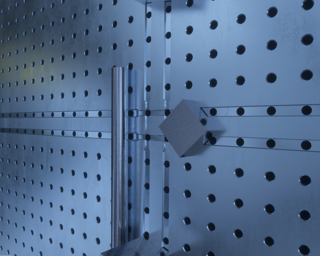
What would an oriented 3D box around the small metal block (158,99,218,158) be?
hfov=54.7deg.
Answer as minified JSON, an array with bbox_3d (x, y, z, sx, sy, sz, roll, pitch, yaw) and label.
[{"bbox_3d":[0.033,0.001,0.380,0.050,0.025,0.050,-49,62,28],"label":"small metal block"}]

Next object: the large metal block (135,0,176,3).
[{"bbox_3d":[-0.008,-0.212,0.398,0.080,0.050,0.079,14,99,38],"label":"large metal block"}]

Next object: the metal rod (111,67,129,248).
[{"bbox_3d":[-0.059,0.062,0.455,0.025,0.025,0.298,0,90,39],"label":"metal rod"}]

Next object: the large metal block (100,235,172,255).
[{"bbox_3d":[-0.038,0.199,0.403,0.050,0.081,0.079,21,103,38],"label":"large metal block"}]
